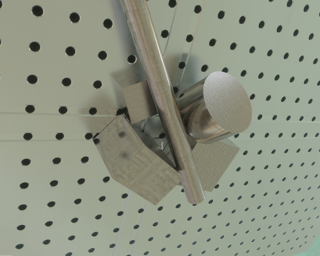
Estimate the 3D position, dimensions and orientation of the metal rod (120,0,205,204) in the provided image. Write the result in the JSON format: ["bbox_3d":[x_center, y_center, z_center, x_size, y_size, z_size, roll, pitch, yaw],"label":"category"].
[{"bbox_3d":[0.006,-0.033,0.356,0.025,0.025,0.298,-25,116,-13],"label":"metal rod"}]

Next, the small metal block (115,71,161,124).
[{"bbox_3d":[-0.021,-0.039,0.377,0.050,0.025,0.050,-22,127,-16],"label":"small metal block"}]

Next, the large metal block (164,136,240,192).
[{"bbox_3d":[0.055,0.041,0.452,0.080,0.050,0.080,19,108,-36],"label":"large metal block"}]

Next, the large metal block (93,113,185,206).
[{"bbox_3d":[-0.027,0.038,0.385,0.050,0.080,0.080,-45,130,3],"label":"large metal block"}]

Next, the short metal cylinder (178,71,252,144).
[{"bbox_3d":[0.069,-0.024,0.391,0.081,0.080,0.050,9,157,-33],"label":"short metal cylinder"}]
